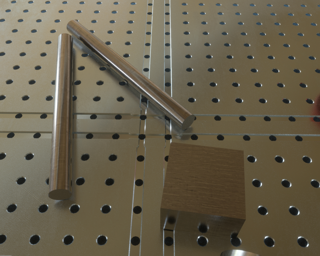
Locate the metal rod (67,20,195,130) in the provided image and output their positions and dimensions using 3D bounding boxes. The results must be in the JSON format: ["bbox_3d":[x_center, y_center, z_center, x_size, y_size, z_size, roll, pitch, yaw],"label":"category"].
[{"bbox_3d":[-0.060,-0.095,0.486,0.025,0.025,0.300,-33,58,-25],"label":"metal rod"}]

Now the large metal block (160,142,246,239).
[{"bbox_3d":[0.046,0.066,0.336,0.080,0.050,0.080,7,50,5],"label":"large metal block"}]

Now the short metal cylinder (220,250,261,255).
[{"bbox_3d":[0.078,0.145,0.251,0.080,0.080,0.050,22,54,17],"label":"short metal cylinder"}]

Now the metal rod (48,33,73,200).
[{"bbox_3d":[-0.137,-0.039,0.438,0.025,0.025,0.300,-7,50,-7],"label":"metal rod"}]
